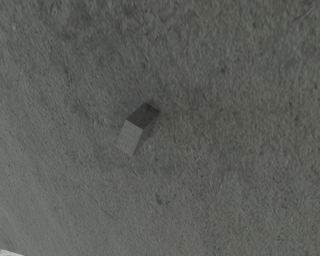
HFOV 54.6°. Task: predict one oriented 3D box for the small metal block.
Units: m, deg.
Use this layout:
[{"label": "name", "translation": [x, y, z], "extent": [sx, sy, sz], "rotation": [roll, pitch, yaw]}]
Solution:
[{"label": "small metal block", "translation": [-0.029, 0.002, 0.407], "extent": [0.025, 0.050, 0.050], "rotation": [32, 129, 8]}]
